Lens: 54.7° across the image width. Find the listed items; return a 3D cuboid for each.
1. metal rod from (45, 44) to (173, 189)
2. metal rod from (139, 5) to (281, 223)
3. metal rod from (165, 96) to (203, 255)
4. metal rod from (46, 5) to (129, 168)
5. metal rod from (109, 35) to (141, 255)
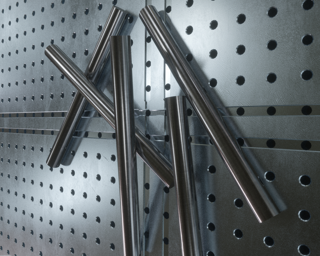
[{"bbox_3d":[-0.078,-0.029,0.449,0.300,0.025,0.025,45,117,23],"label":"metal rod"},{"bbox_3d":[0.048,-0.033,0.368,0.025,0.025,0.299,-41,65,32],"label":"metal rod"},{"bbox_3d":[0.034,0.111,0.370,0.025,0.025,0.298,-7,88,39],"label":"metal rod"},{"bbox_3d":[-0.127,-0.054,0.510,0.025,0.025,0.298,44,116,30],"label":"metal rod"},{"bbox_3d":[-0.043,0.036,0.401,0.025,0.025,0.298,11,110,39],"label":"metal rod"}]
